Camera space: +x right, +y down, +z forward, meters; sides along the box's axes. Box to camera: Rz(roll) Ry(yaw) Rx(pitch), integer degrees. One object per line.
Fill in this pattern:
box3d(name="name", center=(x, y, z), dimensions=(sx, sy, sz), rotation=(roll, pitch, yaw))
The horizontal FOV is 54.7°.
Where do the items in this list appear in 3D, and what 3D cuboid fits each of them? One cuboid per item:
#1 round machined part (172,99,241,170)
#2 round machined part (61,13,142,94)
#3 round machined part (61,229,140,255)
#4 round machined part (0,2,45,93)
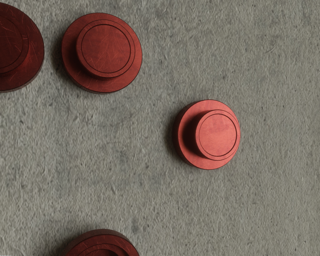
box3d(name="round machined part", center=(0.070, 0.009, 0.426), dimensions=(0.099, 0.042, 0.097), rotation=(0, 90, -20))
box3d(name="round machined part", center=(-0.068, -0.091, 0.375), dimensions=(0.099, 0.042, 0.097), rotation=(0, 90, -20))
box3d(name="round machined part", center=(-0.075, 0.170, 0.373), dimensions=(0.099, 0.042, 0.097), rotation=(0, 90, -20))
box3d(name="round machined part", center=(-0.177, -0.088, 0.334), dimensions=(0.099, 0.042, 0.097), rotation=(0, 90, -20))
